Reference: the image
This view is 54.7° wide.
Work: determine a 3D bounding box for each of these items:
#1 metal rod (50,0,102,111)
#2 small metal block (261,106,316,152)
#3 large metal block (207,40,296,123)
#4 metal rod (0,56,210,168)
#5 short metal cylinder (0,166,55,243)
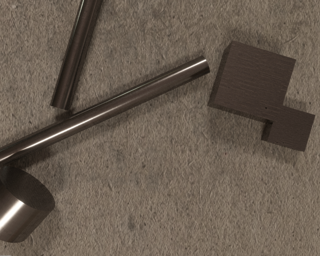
[{"bbox_3d":[-0.090,-0.169,0.408,0.025,0.025,0.298,17,90,-1],"label":"metal rod"},{"bbox_3d":[0.170,0.000,0.412,0.050,0.025,0.050,17,90,-1],"label":"small metal block"},{"bbox_3d":[0.115,-0.057,0.399,0.080,0.050,0.080,17,90,-1],"label":"large metal block"},{"bbox_3d":[-0.076,-0.022,0.408,0.301,0.025,0.025,-25,90,-1],"label":"metal rod"},{"bbox_3d":[-0.178,0.092,0.380,0.080,0.080,0.050,42,90,-1],"label":"short metal cylinder"}]
